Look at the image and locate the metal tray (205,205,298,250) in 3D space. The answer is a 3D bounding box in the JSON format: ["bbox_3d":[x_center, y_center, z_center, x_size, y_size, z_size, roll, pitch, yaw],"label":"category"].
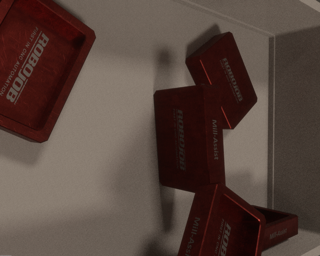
[{"bbox_3d":[0.145,0.155,0.489,0.131,0.090,0.030,0,90,-40],"label":"metal tray"}]

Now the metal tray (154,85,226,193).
[{"bbox_3d":[0.036,0.013,0.396,0.030,0.090,0.129,-7,95,-40],"label":"metal tray"}]

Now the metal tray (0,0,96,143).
[{"bbox_3d":[-0.128,-0.061,0.296,0.090,0.030,0.130,32,70,-36],"label":"metal tray"}]

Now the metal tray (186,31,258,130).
[{"bbox_3d":[0.102,-0.073,0.491,0.090,0.030,0.130,-44,117,-31],"label":"metal tray"}]

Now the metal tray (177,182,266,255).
[{"bbox_3d":[0.063,0.134,0.319,0.090,0.030,0.130,38,55,-25],"label":"metal tray"}]
